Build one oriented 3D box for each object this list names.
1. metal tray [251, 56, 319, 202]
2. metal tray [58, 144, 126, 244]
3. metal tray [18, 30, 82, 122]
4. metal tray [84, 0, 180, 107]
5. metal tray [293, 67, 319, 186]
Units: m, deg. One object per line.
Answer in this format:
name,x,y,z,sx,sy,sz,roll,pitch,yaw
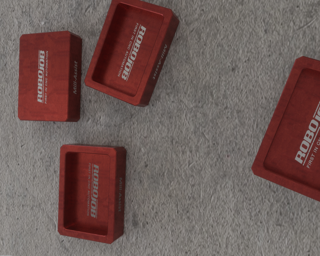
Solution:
metal tray,0.160,0.003,0.316,0.090,0.030,0.129,22,97,18
metal tray,-0.097,0.089,0.440,0.090,0.030,0.129,2,91,20
metal tray,-0.166,-0.075,0.465,0.090,0.030,0.129,2,91,20
metal tray,-0.039,-0.103,0.420,0.090,0.030,0.129,23,98,18
metal tray,0.201,-0.005,0.335,0.090,0.030,0.129,-9,87,19
